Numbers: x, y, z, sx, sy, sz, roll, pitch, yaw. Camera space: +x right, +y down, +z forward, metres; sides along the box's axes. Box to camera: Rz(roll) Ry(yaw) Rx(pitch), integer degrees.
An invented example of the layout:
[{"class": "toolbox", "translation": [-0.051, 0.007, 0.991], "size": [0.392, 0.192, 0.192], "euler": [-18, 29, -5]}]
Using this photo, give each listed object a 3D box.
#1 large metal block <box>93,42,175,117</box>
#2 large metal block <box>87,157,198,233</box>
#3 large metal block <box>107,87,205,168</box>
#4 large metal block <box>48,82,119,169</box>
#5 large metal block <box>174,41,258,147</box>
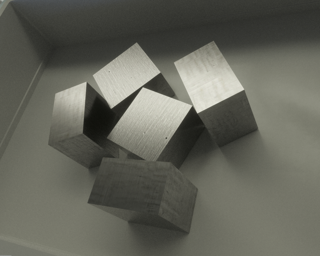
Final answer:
[{"class": "large metal block", "translation": [-0.038, -0.063, 0.444], "size": [0.080, 0.050, 0.080], "euler": [-36, 51, 4]}, {"class": "large metal block", "translation": [-0.015, 0.072, 0.332], "size": [0.080, 0.080, 0.050], "euler": [1, 62, 28]}, {"class": "large metal block", "translation": [-0.004, 0.005, 0.386], "size": [0.080, 0.050, 0.080], "euler": [25, 75, 36]}, {"class": "large metal block", "translation": [-0.099, -0.001, 0.420], "size": [0.050, 0.080, 0.080], "euler": [-17, 55, 18]}, {"class": "large metal block", "translation": [0.065, -0.037, 0.356], "size": [0.050, 0.080, 0.080], "euler": [-27, 53, 11]}]
